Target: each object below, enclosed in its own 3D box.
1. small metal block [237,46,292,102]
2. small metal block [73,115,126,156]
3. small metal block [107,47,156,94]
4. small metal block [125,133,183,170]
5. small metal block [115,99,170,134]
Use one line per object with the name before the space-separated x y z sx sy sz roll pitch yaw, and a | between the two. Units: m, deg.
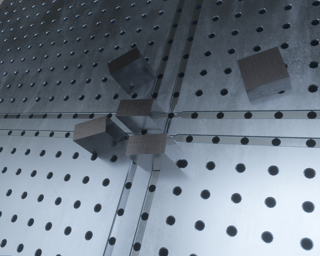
small metal block | 0.128 -0.066 0.381 0.050 0.025 0.050 -17 55 18
small metal block | -0.082 0.012 0.426 0.050 0.050 0.025 -15 56 19
small metal block | -0.042 -0.085 0.465 0.050 0.050 0.025 -27 53 11
small metal block | -0.006 0.030 0.375 0.050 0.050 0.025 -5 60 25
small metal block | -0.022 -0.014 0.411 0.050 0.050 0.025 1 63 28
